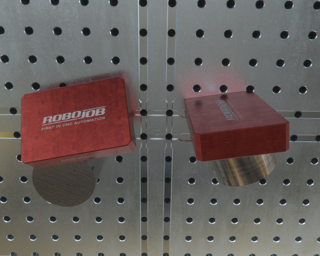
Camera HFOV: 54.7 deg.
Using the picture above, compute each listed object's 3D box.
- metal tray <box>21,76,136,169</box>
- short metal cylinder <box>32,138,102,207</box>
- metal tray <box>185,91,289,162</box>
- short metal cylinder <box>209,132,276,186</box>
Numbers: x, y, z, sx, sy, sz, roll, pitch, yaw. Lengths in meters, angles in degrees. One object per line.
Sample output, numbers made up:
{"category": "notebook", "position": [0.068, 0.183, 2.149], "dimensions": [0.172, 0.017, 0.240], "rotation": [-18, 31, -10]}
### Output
{"category": "metal tray", "position": [-0.100, -0.007, 0.380], "dimensions": [0.131, 0.030, 0.090], "rotation": [-10, 70, 3]}
{"category": "short metal cylinder", "position": [-0.123, 0.059, 0.420], "dimensions": [0.081, 0.050, 0.079], "rotation": [0, 110, 0]}
{"category": "metal tray", "position": [0.079, -0.008, 0.355], "dimensions": [0.091, 0.130, 0.030], "rotation": [-7, 110, 2]}
{"category": "short metal cylinder", "position": [0.100, 0.030, 0.396], "dimensions": [0.080, 0.080, 0.050], "rotation": [-22, 109, 7]}
